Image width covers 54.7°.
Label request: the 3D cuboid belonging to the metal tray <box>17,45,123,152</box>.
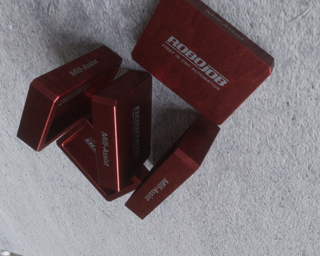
[{"bbox_3d":[-0.103,-0.039,0.369,0.030,0.131,0.089,37,129,3],"label":"metal tray"}]

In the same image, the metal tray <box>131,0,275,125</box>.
[{"bbox_3d":[0.043,-0.075,0.335,0.130,0.030,0.089,39,129,1],"label":"metal tray"}]

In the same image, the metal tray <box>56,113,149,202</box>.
[{"bbox_3d":[-0.089,0.046,0.478,0.090,0.030,0.130,-32,101,38],"label":"metal tray"}]

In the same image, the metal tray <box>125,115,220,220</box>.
[{"bbox_3d":[0.014,0.049,0.388,0.030,0.090,0.129,40,129,1],"label":"metal tray"}]

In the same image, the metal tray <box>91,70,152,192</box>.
[{"bbox_3d":[-0.044,0.003,0.389,0.030,0.090,0.129,15,125,19],"label":"metal tray"}]
